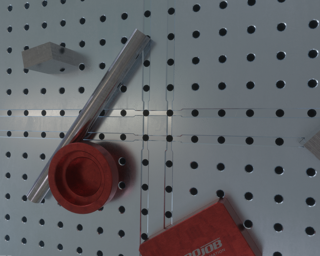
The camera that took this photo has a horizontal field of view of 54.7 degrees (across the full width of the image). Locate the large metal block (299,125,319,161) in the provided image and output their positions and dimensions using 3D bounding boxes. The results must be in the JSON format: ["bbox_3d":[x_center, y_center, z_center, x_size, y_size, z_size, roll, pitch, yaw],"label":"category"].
[{"bbox_3d":[0.210,0.017,0.325,0.080,0.050,0.080,46,104,14],"label":"large metal block"}]

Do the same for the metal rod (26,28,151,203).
[{"bbox_3d":[-0.109,-0.010,0.450,0.025,0.025,0.299,39,102,15],"label":"metal rod"}]

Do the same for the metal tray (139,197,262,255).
[{"bbox_3d":[0.049,0.158,0.393,0.130,0.030,0.090,-34,79,16],"label":"metal tray"}]

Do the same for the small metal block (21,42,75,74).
[{"bbox_3d":[-0.164,-0.102,0.457,0.050,0.050,0.025,-12,86,19],"label":"small metal block"}]

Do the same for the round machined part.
[{"bbox_3d":[-0.103,0.067,0.438,0.098,0.042,0.097,1,93,16],"label":"round machined part"}]
